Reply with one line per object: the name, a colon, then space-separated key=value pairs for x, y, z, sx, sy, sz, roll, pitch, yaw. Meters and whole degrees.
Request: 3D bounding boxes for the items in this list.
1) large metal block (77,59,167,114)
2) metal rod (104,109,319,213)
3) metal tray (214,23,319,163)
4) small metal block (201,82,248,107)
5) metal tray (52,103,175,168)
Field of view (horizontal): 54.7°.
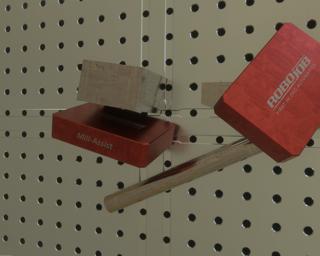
large metal block: x=-0.046 y=-0.051 z=0.399 sx=0.080 sy=0.080 sz=0.050 roll=11 pitch=94 yaw=19
metal rod: x=0.058 y=0.046 z=0.391 sx=0.300 sy=0.025 sz=0.025 roll=-25 pitch=82 yaw=17
metal tray: x=0.130 y=-0.040 z=0.324 sx=0.090 sy=0.030 sz=0.130 roll=40 pitch=70 yaw=7
small metal block: x=0.080 y=-0.039 z=0.371 sx=0.050 sy=0.050 sz=0.025 roll=2 pitch=91 yaw=19
metal tray: x=-0.057 y=0.003 z=0.394 sx=0.130 sy=0.090 sz=0.030 roll=16 pitch=111 yaw=19
